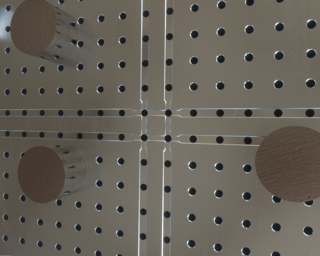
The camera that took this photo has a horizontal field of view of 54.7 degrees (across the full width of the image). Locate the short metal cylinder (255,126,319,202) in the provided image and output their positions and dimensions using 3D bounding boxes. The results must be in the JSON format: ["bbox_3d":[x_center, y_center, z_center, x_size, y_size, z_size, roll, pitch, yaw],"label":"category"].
[{"bbox_3d":[0.150,0.037,0.347,0.080,0.050,0.079,0,90,19],"label":"short metal cylinder"}]

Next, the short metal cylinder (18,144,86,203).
[{"bbox_3d":[-0.157,0.065,0.453,0.080,0.050,0.079,0,90,19],"label":"short metal cylinder"}]

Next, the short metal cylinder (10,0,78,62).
[{"bbox_3d":[-0.170,-0.143,0.458,0.080,0.050,0.079,0,90,19],"label":"short metal cylinder"}]
